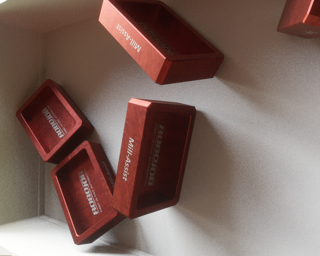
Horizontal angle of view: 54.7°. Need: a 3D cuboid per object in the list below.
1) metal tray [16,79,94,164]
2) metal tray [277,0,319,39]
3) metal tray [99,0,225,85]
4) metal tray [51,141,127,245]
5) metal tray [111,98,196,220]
[{"bbox_3d":[-0.183,-0.013,0.529,0.090,0.030,0.130,-46,61,4],"label":"metal tray"},{"bbox_3d":[0.126,-0.116,0.231,0.030,0.130,0.089,17,108,8],"label":"metal tray"},{"bbox_3d":[0.000,-0.105,0.359,0.130,0.091,0.030,50,134,28],"label":"metal tray"},{"bbox_3d":[-0.109,0.096,0.470,0.090,0.030,0.130,-39,61,16],"label":"metal tray"},{"bbox_3d":[-0.005,0.033,0.366,0.030,0.091,0.129,17,101,38],"label":"metal tray"}]
